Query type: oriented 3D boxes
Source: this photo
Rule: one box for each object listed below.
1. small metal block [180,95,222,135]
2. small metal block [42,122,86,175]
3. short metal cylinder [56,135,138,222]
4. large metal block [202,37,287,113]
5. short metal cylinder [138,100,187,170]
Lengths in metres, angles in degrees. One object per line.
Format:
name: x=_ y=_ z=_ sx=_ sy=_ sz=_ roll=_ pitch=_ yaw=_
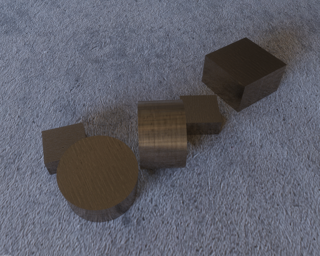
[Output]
small metal block: x=0.053 y=-0.018 z=0.419 sx=0.050 sy=0.025 sz=0.050 roll=-1 pitch=50 yaw=-1
small metal block: x=-0.115 y=0.025 z=0.382 sx=0.050 sy=0.025 sz=0.050 roll=-13 pitch=51 yaw=-11
short metal cylinder: x=-0.064 y=0.055 z=0.331 sx=0.081 sy=0.050 sz=0.080 roll=3 pitch=60 yaw=-4
large metal block: x=0.121 y=-0.080 z=0.455 sx=0.081 sy=0.050 sz=0.080 roll=-28 pitch=56 yaw=-22
short metal cylinder: x=0.001 y=0.007 z=0.361 sx=0.050 sy=0.080 sz=0.080 roll=-2 pitch=50 yaw=-2
